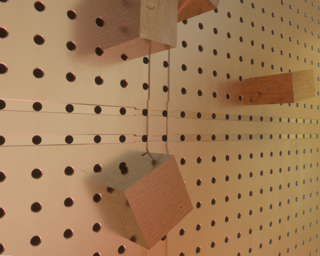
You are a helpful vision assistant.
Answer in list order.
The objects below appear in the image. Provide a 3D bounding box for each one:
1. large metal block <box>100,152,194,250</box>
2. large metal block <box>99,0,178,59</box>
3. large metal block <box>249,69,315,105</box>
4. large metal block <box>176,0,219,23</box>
[{"bbox_3d":[-0.014,0.086,0.384,0.081,0.050,0.080,-32,110,-36],"label":"large metal block"},{"bbox_3d":[-0.026,-0.129,0.353,0.050,0.080,0.079,3,89,-40],"label":"large metal block"},{"bbox_3d":[0.222,-0.074,0.563,0.081,0.080,0.050,-14,100,-39],"label":"large metal block"},{"bbox_3d":[0.038,-0.194,0.407,0.050,0.080,0.080,27,73,-37],"label":"large metal block"}]
